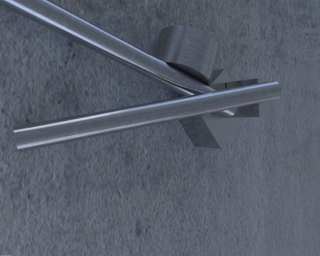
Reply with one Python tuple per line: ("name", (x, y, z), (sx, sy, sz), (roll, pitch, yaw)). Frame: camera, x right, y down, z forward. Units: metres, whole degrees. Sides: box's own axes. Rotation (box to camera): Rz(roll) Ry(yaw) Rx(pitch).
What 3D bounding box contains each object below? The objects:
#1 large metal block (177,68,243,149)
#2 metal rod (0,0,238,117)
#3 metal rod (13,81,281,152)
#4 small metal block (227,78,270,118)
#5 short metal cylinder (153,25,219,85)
("large metal block", (0.072, -0.028, 0.451), (0.080, 0.050, 0.080), (-48, 119, -28))
("metal rod", (-0.030, -0.078, 0.345), (0.302, 0.025, 0.025), (23, 75, -26))
("metal rod", (0.004, -0.018, 0.342), (0.302, 0.025, 0.025), (-12, 98, -19))
("small metal block", (0.120, -0.040, 0.424), (0.025, 0.050, 0.050), (-5, 94, -40))
("short metal cylinder", (0.030, -0.087, 0.399), (0.080, 0.080, 0.050), (26, 74, -37))
